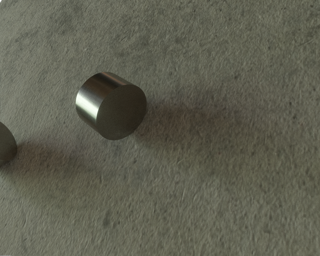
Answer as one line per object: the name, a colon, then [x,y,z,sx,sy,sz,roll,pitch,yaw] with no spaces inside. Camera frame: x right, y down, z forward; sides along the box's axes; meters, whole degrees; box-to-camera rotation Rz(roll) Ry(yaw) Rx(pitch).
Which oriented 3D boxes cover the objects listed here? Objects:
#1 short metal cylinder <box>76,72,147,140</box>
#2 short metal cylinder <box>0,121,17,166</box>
short metal cylinder: [-0.065,-0.030,0.420,0.050,0.080,0.080,33,80,38]
short metal cylinder: [-0.279,0.028,0.495,0.050,0.080,0.080,-29,52,9]
